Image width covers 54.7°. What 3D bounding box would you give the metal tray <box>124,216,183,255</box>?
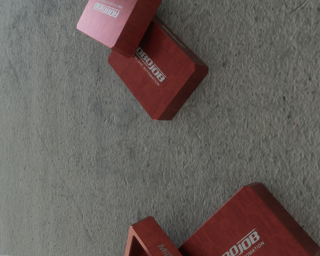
[{"bbox_3d":[0.007,0.183,0.371,0.130,0.030,0.089,44,138,34],"label":"metal tray"}]

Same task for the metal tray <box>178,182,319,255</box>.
[{"bbox_3d":[0.086,0.132,0.330,0.090,0.030,0.129,52,120,27],"label":"metal tray"}]

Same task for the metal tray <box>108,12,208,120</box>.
[{"bbox_3d":[-0.008,-0.084,0.409,0.130,0.030,0.090,52,120,27],"label":"metal tray"}]

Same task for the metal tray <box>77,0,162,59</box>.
[{"bbox_3d":[-0.061,-0.157,0.424,0.130,0.030,0.090,39,103,46],"label":"metal tray"}]
